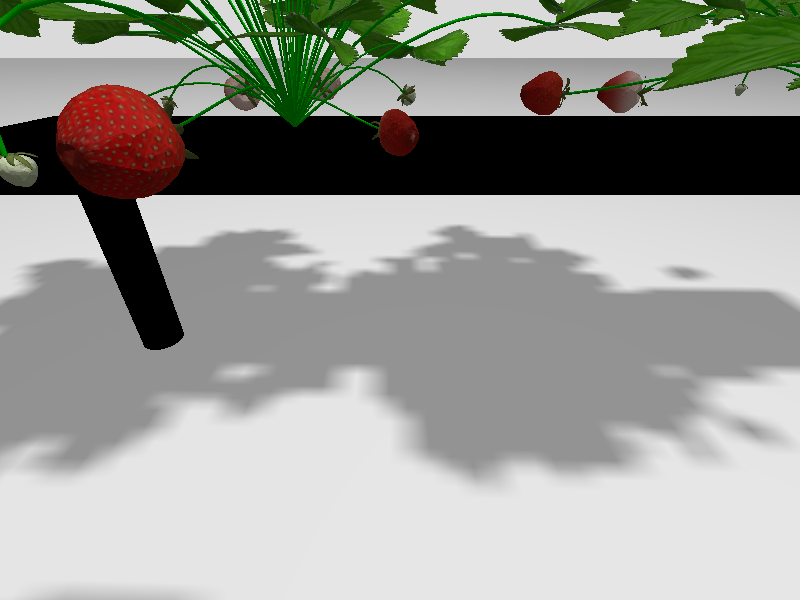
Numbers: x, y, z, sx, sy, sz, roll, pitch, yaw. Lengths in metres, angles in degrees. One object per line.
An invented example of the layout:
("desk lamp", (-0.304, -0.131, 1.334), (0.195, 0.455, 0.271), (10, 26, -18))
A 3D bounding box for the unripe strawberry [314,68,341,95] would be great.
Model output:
("unripe strawberry", (-0.090, -0.267, 0.492), (0.036, 0.033, 0.033), (-1, 32, -1))

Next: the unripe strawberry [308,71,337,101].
("unripe strawberry", (-0.090, -0.246, 0.459), (0.036, 0.031, 0.036), (-1, 32, -1))

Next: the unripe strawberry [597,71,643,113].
("unripe strawberry", (0.213, -0.202, 0.390), (0.038, 0.037, 0.035), (17, 36, 25))

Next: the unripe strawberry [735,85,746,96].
("unripe strawberry", (0.396, -0.244, 0.467), (0.010, 0.011, 0.011), (6, 33, 9))

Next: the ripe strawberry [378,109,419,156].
("ripe strawberry", (0.000, -0.095, 0.229), (0.022, 0.025, 0.024), (-24, 40, -32))

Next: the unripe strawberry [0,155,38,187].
("unripe strawberry", (-0.153, -0.052, 0.161), (0.011, 0.012, 0.013), (11, 34, 17))

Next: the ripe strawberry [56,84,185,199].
("ripe strawberry", (-0.116, -0.063, 0.165), (0.043, 0.045, 0.046), (5, 33, 8))

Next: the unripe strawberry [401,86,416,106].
("unripe strawberry", (0.010, -0.219, 0.430), (0.016, 0.018, 0.018), (21, 24, 30))

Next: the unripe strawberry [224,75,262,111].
("unripe strawberry", (-0.156, -0.205, 0.396), (0.035, 0.031, 0.032), (-22, 38, -31))

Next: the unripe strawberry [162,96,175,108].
("unripe strawberry", (-0.230, -0.194, 0.398), (0.012, 0.013, 0.011), (-23, 13, 43))

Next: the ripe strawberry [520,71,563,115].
("ripe strawberry", (0.133, -0.195, 0.380), (0.038, 0.037, 0.035), (9, 34, 15))
